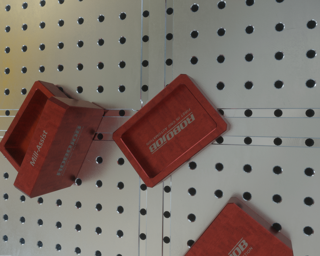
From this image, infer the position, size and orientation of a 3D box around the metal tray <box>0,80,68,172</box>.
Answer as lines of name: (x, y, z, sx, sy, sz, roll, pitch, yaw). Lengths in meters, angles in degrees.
metal tray: (-0.179, 0.006, 0.464, 0.090, 0.030, 0.129, 40, 103, 21)

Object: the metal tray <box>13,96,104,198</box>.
metal tray: (-0.134, 0.025, 0.423, 0.030, 0.090, 0.129, 28, 99, 18)

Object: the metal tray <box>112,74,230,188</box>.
metal tray: (0.013, 0.005, 0.404, 0.130, 0.030, 0.090, -40, 78, 15)

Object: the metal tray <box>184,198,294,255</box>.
metal tray: (0.085, 0.163, 0.380, 0.090, 0.030, 0.129, 39, 102, 15)
